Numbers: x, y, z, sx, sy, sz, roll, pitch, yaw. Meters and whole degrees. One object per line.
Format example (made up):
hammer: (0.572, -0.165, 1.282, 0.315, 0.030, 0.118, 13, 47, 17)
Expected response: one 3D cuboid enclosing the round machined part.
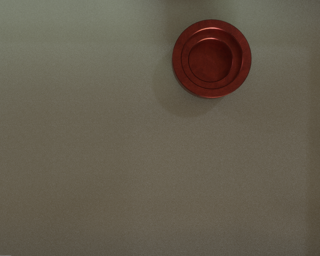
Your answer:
round machined part: (0.064, -0.086, 0.404, 0.099, 0.042, 0.097, 0, 90, -1)
